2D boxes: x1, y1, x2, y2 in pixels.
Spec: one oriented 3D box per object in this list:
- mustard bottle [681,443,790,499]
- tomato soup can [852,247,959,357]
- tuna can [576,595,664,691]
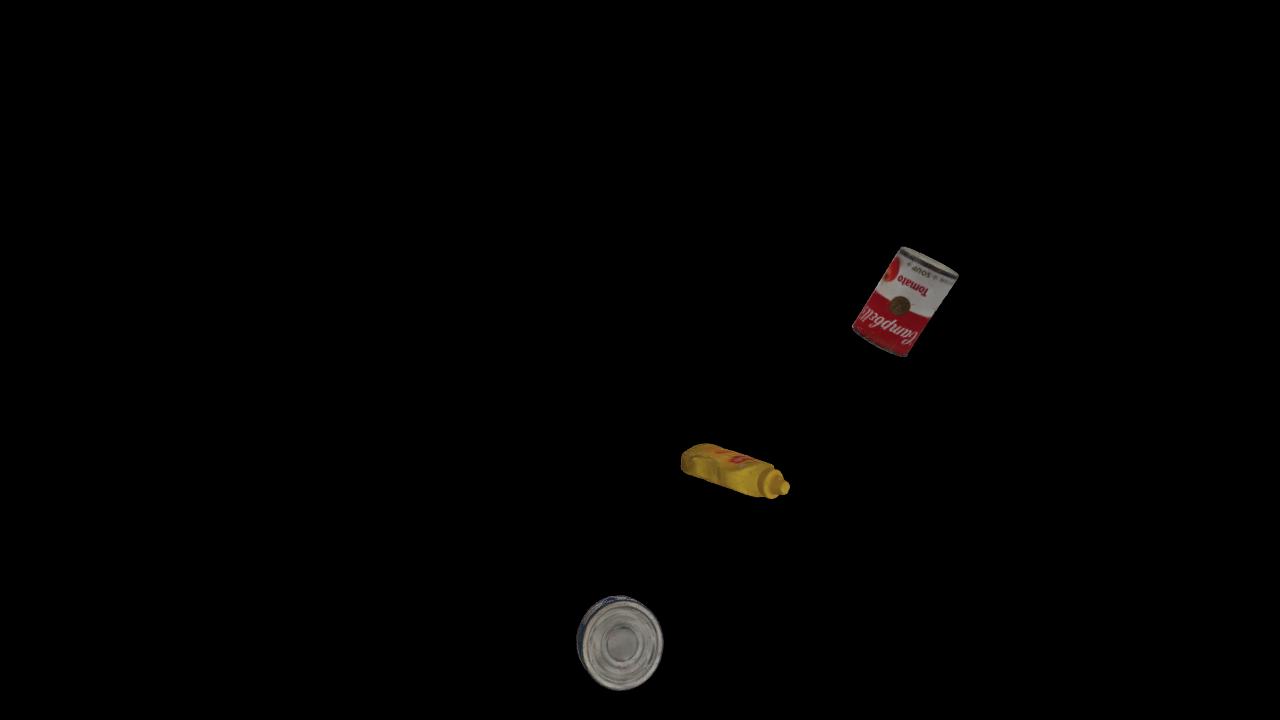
[{"bbox_3d":[0.150,0.169,0.919,0.092,0.054,0.184,8,1,-34],"label":"mustard bottle"},{"bbox_3d":[0.286,-0.063,0.666,0.068,0.101,0.068,21,23,-10],"label":"tomato soup can"},{"bbox_3d":[-0.020,0.280,0.612,0.084,0.084,0.034,0,-15,-12],"label":"tuna can"}]
